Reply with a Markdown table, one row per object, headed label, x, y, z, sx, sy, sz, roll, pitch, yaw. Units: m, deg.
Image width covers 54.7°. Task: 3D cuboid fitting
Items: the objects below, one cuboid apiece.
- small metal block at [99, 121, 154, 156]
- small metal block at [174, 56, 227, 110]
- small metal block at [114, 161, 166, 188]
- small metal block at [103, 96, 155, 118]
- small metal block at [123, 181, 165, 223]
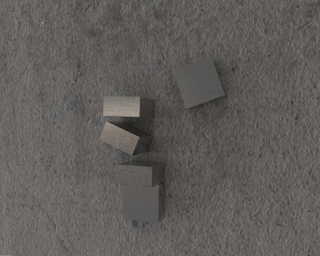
| label | x | y | z | sx | sy | sz | roll | pitch | yaw |
| --- | --- | --- | --- | --- | --- | --- | --- | --- | --- |
| small metal block | -0.043 | 0.013 | 0.411 | 0.050 | 0.050 | 0.025 | 24 | 98 | 18 |
| small metal block | 0.052 | -0.055 | 0.391 | 0.050 | 0.025 | 0.050 | -19 | 84 | 19 |
| small metal block | -0.025 | 0.059 | 0.404 | 0.050 | 0.050 | 0.025 | 2 | 91 | 20 |
| small metal block | -0.040 | -0.027 | 0.410 | 0.050 | 0.050 | 0.025 | 3 | 91 | 20 |
| small metal block | -0.021 | 0.097 | 0.416 | 0.050 | 0.025 | 0.050 | 1 | 91 | 20 |
